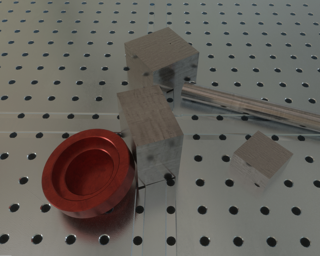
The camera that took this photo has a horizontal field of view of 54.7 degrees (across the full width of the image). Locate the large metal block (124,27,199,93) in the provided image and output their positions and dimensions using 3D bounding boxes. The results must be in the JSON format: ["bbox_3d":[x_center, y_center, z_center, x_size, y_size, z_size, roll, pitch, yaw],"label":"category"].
[{"bbox_3d":[0.002,-0.104,0.478,0.081,0.050,0.080,-27,55,-21],"label":"large metal block"}]

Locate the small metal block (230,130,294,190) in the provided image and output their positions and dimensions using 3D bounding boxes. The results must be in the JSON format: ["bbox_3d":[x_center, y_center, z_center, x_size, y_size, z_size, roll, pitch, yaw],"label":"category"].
[{"bbox_3d":[0.123,0.038,0.377,0.050,0.025,0.050,-36,59,-26],"label":"small metal block"}]

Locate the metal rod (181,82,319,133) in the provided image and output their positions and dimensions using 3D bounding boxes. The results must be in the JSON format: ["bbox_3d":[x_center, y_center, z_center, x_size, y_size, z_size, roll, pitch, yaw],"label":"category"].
[{"bbox_3d":[0.176,-0.017,0.422,0.301,0.025,0.025,15,52,12],"label":"metal rod"}]

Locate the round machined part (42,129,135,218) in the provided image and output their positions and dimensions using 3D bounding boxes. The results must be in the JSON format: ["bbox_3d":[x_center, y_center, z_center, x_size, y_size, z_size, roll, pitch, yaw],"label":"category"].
[{"bbox_3d":[-0.074,0.052,0.343,0.098,0.042,0.098,-7,54,11],"label":"round machined part"}]

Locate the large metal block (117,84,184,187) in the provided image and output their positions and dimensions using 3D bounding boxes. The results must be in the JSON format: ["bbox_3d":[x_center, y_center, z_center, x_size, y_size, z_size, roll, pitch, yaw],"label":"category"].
[{"bbox_3d":[-0.013,0.009,0.363,0.050,0.080,0.080,-14,52,-13],"label":"large metal block"}]
